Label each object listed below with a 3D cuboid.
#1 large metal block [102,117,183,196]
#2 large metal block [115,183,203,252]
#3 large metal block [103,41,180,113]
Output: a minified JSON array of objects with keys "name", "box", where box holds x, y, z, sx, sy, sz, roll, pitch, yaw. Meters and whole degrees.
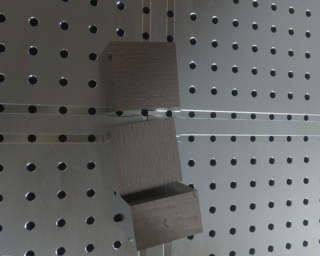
[{"name":"large metal block","box":[-0.023,0.032,0.391,0.081,0.050,0.080,-10,94,-20]},{"name":"large metal block","box":[-0.004,0.102,0.382,0.081,0.080,0.050,-9,93,-20]},{"name":"large metal block","box":[-0.024,-0.062,0.390,0.081,0.050,0.080,-5,92,-20]}]
